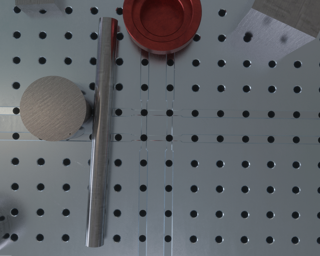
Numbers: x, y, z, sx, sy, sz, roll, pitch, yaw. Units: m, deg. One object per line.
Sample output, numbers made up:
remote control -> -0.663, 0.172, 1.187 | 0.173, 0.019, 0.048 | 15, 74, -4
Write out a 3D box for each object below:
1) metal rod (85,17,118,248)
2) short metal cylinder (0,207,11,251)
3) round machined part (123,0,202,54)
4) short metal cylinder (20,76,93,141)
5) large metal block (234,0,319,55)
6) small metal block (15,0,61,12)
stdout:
metal rod -> -0.078, 0.005, 0.412 | 0.025, 0.025, 0.298 | 4, 90, 0
short metal cylinder -> -0.245, 0.138, 0.399 | 0.081, 0.050, 0.079 | 0, 90, 0
round machined part -> 0.003, -0.145, 0.405 | 0.099, 0.042, 0.097 | 0, 90, 0
short metal cylinder -> -0.130, -0.024, 0.400 | 0.081, 0.050, 0.079 | 0, 90, 0
large metal block -> 0.149, -0.140, 0.387 | 0.080, 0.080, 0.050 | 25, 90, 0
small metal block -> -0.163, -0.185, 0.412 | 0.050, 0.025, 0.050 | -3, 90, 0
